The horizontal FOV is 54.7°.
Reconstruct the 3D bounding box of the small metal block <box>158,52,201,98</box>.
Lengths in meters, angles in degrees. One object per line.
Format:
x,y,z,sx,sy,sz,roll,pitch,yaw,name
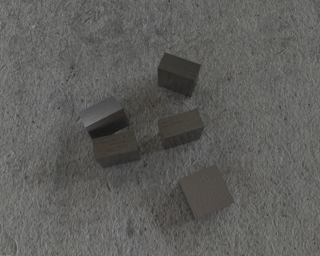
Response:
0.025,-0.071,0.421,0.050,0.050,0.025,21,72,7,small metal block

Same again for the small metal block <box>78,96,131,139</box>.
-0.072,-0.012,0.398,0.050,0.025,0.050,-28,32,-10,small metal block

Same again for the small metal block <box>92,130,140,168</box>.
-0.053,0.027,0.384,0.050,0.050,0.025,-12,71,-4,small metal block

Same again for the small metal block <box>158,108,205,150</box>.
0.025,0.003,0.394,0.050,0.050,0.025,-16,71,-6,small metal block

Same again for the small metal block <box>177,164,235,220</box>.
0.055,0.079,0.380,0.050,0.025,0.050,-21,72,-8,small metal block
